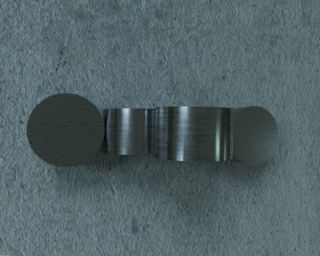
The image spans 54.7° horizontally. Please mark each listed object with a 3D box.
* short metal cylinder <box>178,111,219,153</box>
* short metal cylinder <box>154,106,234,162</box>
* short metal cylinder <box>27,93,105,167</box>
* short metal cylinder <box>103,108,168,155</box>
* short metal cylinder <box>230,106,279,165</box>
[{"bbox_3d":[0.048,0.005,0.399,0.081,0.080,0.050,0,89,-20],"label":"short metal cylinder"},{"bbox_3d":[0.034,0.005,0.320,0.081,0.080,0.050,1,91,-20],"label":"short metal cylinder"},{"bbox_3d":[-0.109,0.002,0.357,0.081,0.050,0.080,0,90,-21],"label":"short metal cylinder"},{"bbox_3d":[-0.028,0.004,0.371,0.081,0.080,0.050,0,90,-20],"label":"short metal cylinder"},{"bbox_3d":[0.119,0.010,0.440,0.081,0.050,0.080,0,91,-21],"label":"short metal cylinder"}]
